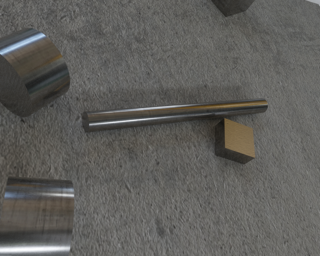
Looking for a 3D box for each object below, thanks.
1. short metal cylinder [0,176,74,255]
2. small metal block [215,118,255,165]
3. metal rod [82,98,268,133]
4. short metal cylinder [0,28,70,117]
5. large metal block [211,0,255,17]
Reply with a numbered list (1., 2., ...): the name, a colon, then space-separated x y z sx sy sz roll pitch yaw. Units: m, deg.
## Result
1. short metal cylinder: -0.106 0.083 0.261 0.050 0.080 0.080 9 58 -24
2. small metal block: 0.108 0.020 0.450 0.050 0.025 0.050 19 54 -18
3. metal rod: 0.042 -0.022 0.439 0.303 0.025 0.025 -7 65 -31
4. short metal cylinder: -0.143 -0.058 0.327 0.080 0.080 0.050 44 51 2
5. large metal block: 0.148 -0.284 0.640 0.081 0.050 0.080 -30 79 -38
